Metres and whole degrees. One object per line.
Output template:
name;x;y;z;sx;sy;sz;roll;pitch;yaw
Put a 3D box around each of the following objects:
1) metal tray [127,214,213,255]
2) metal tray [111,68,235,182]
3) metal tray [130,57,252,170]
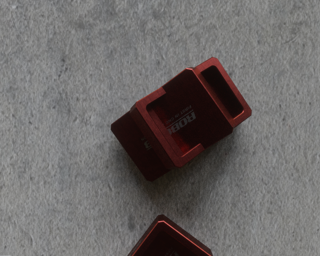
metal tray;-0.003;0.193;0.407;0.090;0.030;0.130;37;90;-1
metal tray;0.014;-0.003;0.384;0.130;0.030;0.090;-35;91;22
metal tray;0.041;-0.020;0.384;0.131;0.030;0.090;-33;90;-22
